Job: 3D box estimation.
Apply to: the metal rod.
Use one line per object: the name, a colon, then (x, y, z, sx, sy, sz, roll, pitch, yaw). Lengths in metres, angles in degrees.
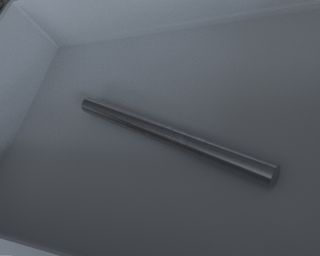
metal rod: (0.002, 0.006, 0.400, 0.300, 0.025, 0.025, 20, 73, 35)
